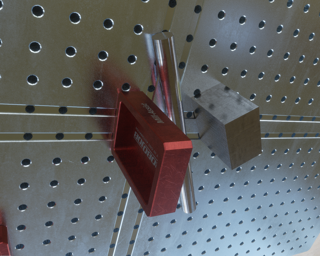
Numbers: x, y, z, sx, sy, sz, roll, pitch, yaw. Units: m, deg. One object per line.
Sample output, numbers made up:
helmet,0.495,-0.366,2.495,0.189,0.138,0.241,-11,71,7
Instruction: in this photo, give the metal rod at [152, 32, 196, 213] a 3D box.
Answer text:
metal rod,0.026,0.015,0.436,0.025,0.025,0.298,-22,127,-15

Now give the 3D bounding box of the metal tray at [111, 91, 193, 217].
metal tray,-0.017,0.023,0.350,0.030,0.130,0.089,-3,120,-27

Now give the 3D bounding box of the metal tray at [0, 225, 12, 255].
metal tray,-0.237,0.191,0.397,0.091,0.030,0.129,-8,122,-25

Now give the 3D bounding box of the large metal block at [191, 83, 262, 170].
large metal block,0.091,-0.004,0.425,0.050,0.080,0.080,-27,128,-12
